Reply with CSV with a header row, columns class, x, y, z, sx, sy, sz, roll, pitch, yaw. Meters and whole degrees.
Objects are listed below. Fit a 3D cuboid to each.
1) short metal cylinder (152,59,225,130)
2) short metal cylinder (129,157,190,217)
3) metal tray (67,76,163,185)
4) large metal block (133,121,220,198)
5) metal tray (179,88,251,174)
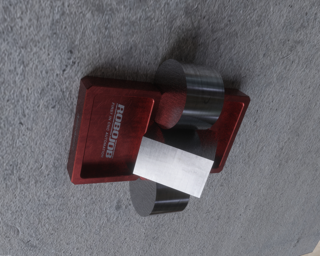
class,x,y,z,sx,sy,sz,roll,pitch,yaw
short metal cylinder,0.030,-0.038,0.366,0.050,0.080,0.079,2,118,-30
short metal cylinder,-0.002,0.076,0.419,0.050,0.080,0.079,2,118,-30
metal tray,-0.057,0.006,0.378,0.091,0.030,0.129,1,118,-29
large metal block,0.023,0.029,0.377,0.080,0.080,0.050,19,115,7
metal tray,0.066,0.006,0.445,0.091,0.030,0.129,1,118,-29
